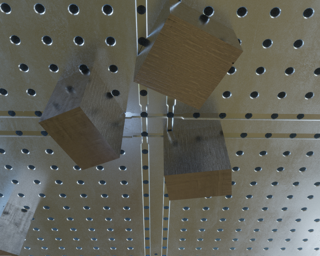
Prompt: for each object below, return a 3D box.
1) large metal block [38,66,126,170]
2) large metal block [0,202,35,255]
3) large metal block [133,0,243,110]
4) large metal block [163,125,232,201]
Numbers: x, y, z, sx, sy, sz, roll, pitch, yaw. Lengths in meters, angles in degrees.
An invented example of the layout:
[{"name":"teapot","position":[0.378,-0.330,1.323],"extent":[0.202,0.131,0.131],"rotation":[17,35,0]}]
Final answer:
[{"name":"large metal block","position":[-0.085,-0.012,0.365],"extent":[0.050,0.080,0.080],"rotation":[-19,128,15]},{"name":"large metal block","position":[-0.270,0.190,0.534],"extent":[0.050,0.080,0.080],"rotation":[32,123,-24]},{"name":"large metal block","position":[0.026,-0.077,0.329],"extent":[0.080,0.050,0.080],"rotation":[21,127,-18]},{"name":"large metal block","position":[0.048,0.046,0.414],"extent":[0.080,0.080,0.050],"rotation":[-7,130,5]}]
